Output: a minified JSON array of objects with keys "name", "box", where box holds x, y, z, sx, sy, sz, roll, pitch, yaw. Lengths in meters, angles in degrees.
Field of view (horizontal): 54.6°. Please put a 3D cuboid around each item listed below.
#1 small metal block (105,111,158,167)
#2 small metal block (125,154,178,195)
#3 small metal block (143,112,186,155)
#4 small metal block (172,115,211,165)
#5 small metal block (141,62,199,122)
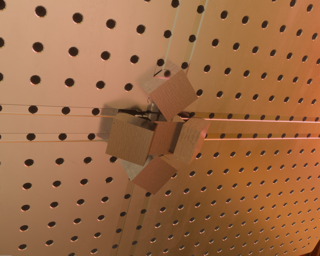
[{"name":"small metal block","box":[-0.035,0.013,0.383,0.050,0.025,0.050,18,114,3]},{"name":"small metal block","box":[-0.011,0.061,0.441,0.050,0.025,0.050,-47,128,5]},{"name":"small metal block","box":[0.000,0.008,0.415,0.050,0.025,0.050,1,117,-29]},{"name":"small metal block","box":[0.044,0.015,0.426,0.050,0.025,0.050,-36,146,-61]},{"name":"small metal block","box":[0.013,-0.045,0.390,0.050,0.025,0.050,-38,129,-3]}]
